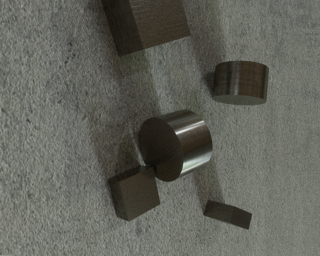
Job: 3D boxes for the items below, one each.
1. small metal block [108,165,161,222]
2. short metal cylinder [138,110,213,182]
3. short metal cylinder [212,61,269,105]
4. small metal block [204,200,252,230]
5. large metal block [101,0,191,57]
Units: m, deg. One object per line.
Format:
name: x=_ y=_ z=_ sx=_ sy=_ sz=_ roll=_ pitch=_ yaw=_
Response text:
small metal block: x=-0.031 y=0.079 z=0.381 sx=0.050 sy=0.025 sz=0.050 roll=-19 pitch=103 yaw=-39
short metal cylinder: x=0.018 y=0.021 z=0.386 sx=0.050 sy=0.080 sz=0.079 roll=-17 pitch=101 yaw=-39
short metal cylinder: x=0.123 y=-0.067 z=0.475 sx=0.081 sy=0.080 sz=0.050 roll=10 pitch=84 yaw=-40
small metal block: x=0.105 y=0.134 z=0.480 sx=0.050 sy=0.050 sz=0.025 roll=29 pitch=72 yaw=-37
large metal block: x=-0.017 y=-0.139 z=0.376 sx=0.081 sy=0.050 sz=0.080 roll=-28 pitch=108 yaw=-37
